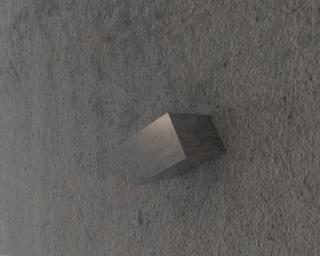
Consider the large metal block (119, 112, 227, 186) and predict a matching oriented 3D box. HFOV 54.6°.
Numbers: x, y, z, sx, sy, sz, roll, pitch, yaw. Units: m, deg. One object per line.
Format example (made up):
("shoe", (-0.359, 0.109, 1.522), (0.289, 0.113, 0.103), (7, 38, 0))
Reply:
("large metal block", (0.015, 0.024, 0.358), (0.080, 0.081, 0.050), (-34, 69, 35))
